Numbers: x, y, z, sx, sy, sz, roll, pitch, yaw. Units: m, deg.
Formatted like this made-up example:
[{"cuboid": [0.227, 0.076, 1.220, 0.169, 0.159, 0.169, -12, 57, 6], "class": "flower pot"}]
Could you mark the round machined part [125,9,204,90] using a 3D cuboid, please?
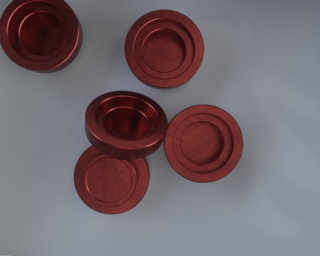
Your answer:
[{"cuboid": [0.005, -0.098, 0.403, 0.099, 0.042, 0.097, 0, 90, -1], "class": "round machined part"}]

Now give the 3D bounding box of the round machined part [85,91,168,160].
[{"cuboid": [-0.043, 0.001, 0.385, 0.099, 0.042, 0.098, 8, 46, -8], "class": "round machined part"}]

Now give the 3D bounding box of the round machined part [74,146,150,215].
[{"cuboid": [-0.063, 0.064, 0.402, 0.099, 0.042, 0.097, 0, 90, -1], "class": "round machined part"}]

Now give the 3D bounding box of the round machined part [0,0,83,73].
[{"cuboid": [-0.149, -0.119, 0.401, 0.099, 0.042, 0.097, 0, 90, -1], "class": "round machined part"}]

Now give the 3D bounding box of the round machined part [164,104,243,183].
[{"cuboid": [0.054, 0.019, 0.404, 0.099, 0.042, 0.097, 0, 90, -1], "class": "round machined part"}]
